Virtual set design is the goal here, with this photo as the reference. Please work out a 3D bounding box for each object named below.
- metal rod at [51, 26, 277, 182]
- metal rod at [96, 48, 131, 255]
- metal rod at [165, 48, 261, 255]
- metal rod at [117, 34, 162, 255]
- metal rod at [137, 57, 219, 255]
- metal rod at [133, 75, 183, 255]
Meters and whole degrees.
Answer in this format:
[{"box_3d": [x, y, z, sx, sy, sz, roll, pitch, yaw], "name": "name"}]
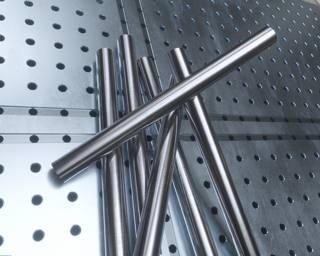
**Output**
[{"box_3d": [0.015, -0.035, 0.358, 0.301, 0.025, 0.025, -34, 80, -13], "name": "metal rod"}, {"box_3d": [-0.056, 0.029, 0.359, 0.025, 0.025, 0.299, 6, 59, -25], "name": "metal rod"}, {"box_3d": [0.068, 0.043, 0.378, 0.025, 0.025, 0.299, -15, 82, -34], "name": "metal rod"}, {"box_3d": [-0.031, 0.002, 0.389, 0.025, 0.025, 0.299, 6, 59, -25], "name": "metal rod"}, {"box_3d": [0.018, 0.035, 0.395, 0.025, 0.025, 0.299, -4, 64, -30], "name": "metal rod"}, {"box_3d": [0.002, 0.052, 0.343, 0.025, 0.025, 0.300, 23, 53, -15], "name": "metal rod"}]
